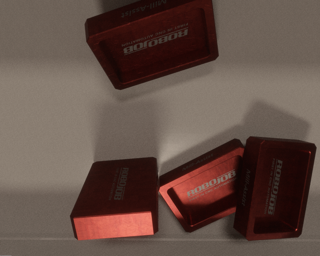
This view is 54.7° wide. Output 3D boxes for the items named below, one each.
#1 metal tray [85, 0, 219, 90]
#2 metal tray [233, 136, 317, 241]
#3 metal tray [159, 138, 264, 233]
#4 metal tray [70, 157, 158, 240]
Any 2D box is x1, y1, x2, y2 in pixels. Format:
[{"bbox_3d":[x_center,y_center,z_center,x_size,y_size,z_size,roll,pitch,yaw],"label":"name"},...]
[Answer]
[{"bbox_3d":[-0.005,-0.097,0.346,0.131,0.030,0.090,-17,147,6],"label":"metal tray"},{"bbox_3d":[0.152,0.079,0.410,0.091,0.030,0.129,5,96,-21],"label":"metal tray"},{"bbox_3d":[0.074,0.083,0.440,0.130,0.030,0.090,-28,108,9],"label":"metal tray"},{"bbox_3d":[-0.048,0.080,0.384,0.091,0.130,0.030,-5,110,1],"label":"metal tray"}]
